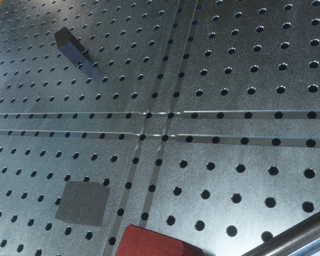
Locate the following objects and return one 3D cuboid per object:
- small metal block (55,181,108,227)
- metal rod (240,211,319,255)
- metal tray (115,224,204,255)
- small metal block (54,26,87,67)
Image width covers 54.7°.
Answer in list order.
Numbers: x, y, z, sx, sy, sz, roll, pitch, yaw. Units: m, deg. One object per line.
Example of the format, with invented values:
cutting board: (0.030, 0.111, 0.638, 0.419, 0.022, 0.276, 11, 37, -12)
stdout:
small metal block: (-0.101, 0.097, 0.400, 0.050, 0.025, 0.050, -3, 60, 26)
metal rod: (0.108, 0.113, 0.282, 0.300, 0.025, 0.025, -32, 52, 6)
metal tray: (-0.019, 0.166, 0.294, 0.090, 0.030, 0.130, -3, 58, 48)
small metal block: (-0.164, -0.149, 0.567, 0.025, 0.050, 0.050, -32, 52, 8)
